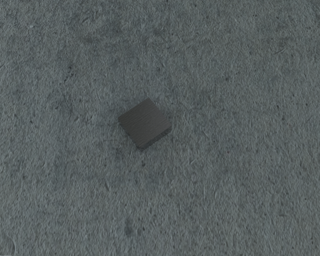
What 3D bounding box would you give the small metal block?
[{"bbox_3d":[-0.020,-0.004,0.411,0.050,0.025,0.050,-35,74,-12],"label":"small metal block"}]
